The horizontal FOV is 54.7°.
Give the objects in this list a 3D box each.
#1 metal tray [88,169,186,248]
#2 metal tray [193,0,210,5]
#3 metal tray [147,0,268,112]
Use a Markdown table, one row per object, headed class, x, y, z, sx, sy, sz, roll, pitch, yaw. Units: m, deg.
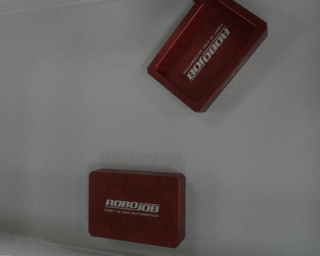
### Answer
| class | x | y | z | sx | sy | sz | roll | pitch | yaw |
| --- | --- | --- | --- | --- | --- | --- | --- | --- | --- |
| metal tray | -0.032 | 0.105 | 0.419 | 0.130 | 0.030 | 0.089 | 1 | 90 | 20 |
| metal tray | 0.045 | -0.187 | 0.266 | 0.090 | 0.030 | 0.129 | -24 | 82 | 18 |
| metal tray | 0.057 | -0.095 | 0.387 | 0.090 | 0.030 | 0.130 | 41 | 103 | 15 |
